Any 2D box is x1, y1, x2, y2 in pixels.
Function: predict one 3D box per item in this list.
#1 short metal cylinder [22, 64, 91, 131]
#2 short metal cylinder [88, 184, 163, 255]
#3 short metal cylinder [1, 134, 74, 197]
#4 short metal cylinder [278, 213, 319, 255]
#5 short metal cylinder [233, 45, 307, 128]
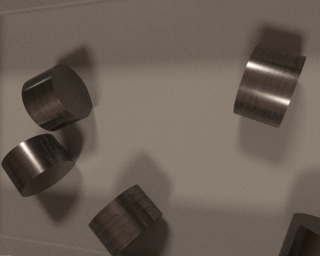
[{"bbox_3d":[-0.141,-0.041,0.429,0.050,0.080,0.080,-22,83,18],"label":"short metal cylinder"},{"bbox_3d":[-0.043,0.118,0.395,0.080,0.080,0.050,-46,76,14],"label":"short metal cylinder"},{"bbox_3d":[-0.172,0.053,0.440,0.080,0.080,0.050,-43,77,15],"label":"short metal cylinder"},{"bbox_3d":[0.171,0.130,0.321,0.080,0.080,0.050,19,96,18],"label":"short metal cylinder"},{"bbox_3d":[0.119,-0.046,0.339,0.050,0.080,0.080,21,97,18],"label":"short metal cylinder"}]
